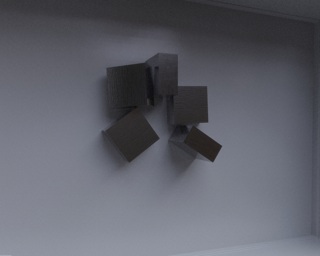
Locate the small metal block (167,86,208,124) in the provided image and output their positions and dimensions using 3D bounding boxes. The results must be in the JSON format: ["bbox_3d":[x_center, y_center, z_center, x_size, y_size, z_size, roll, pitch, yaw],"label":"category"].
[{"bbox_3d":[0.037,-0.031,0.426,0.050,0.025,0.050,-3,91,-20],"label":"small metal block"}]

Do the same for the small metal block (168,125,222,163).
[{"bbox_3d":[0.046,0.020,0.416,0.050,0.050,0.025,34,79,-17],"label":"small metal block"}]

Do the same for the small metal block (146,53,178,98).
[{"bbox_3d":[0.001,-0.066,0.399,0.025,0.050,0.050,0,90,-21],"label":"small metal block"}]

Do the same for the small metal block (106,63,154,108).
[{"bbox_3d":[-0.036,-0.051,0.383,0.050,0.025,0.050,-4,89,17],"label":"small metal block"}]

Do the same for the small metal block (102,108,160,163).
[{"bbox_3d":[-0.037,0.008,0.398,0.050,0.025,0.050,-38,103,-16],"label":"small metal block"}]
